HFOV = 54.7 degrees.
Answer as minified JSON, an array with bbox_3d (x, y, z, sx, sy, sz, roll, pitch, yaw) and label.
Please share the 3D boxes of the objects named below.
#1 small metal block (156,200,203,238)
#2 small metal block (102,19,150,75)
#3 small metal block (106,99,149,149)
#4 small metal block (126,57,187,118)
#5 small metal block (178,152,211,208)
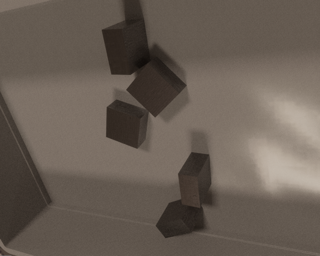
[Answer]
[{"bbox_3d":[0.029,0.131,0.457,0.050,0.050,0.025,-28,103,37],"label":"small metal block"},{"bbox_3d":[-0.037,-0.093,0.353,0.025,0.050,0.050,6,121,25],"label":"small metal block"},{"bbox_3d":[-0.046,-0.006,0.428,0.050,0.025,0.050,19,126,16],"label":"small metal block"},{"bbox_3d":[-0.005,-0.049,0.379,0.050,0.025,0.050,44,129,-3],"label":"small metal block"},{"bbox_3d":[0.047,0.068,0.408,0.025,0.050,0.050,6,121,25],"label":"small metal block"}]
